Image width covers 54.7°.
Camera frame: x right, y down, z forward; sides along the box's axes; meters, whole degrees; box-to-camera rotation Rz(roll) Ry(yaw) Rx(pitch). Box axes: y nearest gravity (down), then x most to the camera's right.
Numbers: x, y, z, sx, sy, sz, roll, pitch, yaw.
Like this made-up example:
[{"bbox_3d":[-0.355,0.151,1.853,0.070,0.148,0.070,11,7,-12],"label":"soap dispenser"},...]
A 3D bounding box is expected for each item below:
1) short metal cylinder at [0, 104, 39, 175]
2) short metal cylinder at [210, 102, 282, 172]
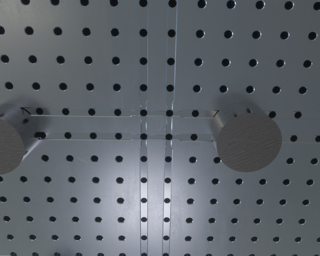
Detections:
[{"bbox_3d":[-0.208,0.014,0.403,0.081,0.050,0.079,0,110,0],"label":"short metal cylinder"},{"bbox_3d":[0.110,0.011,0.405,0.081,0.050,0.079,0,110,0],"label":"short metal cylinder"}]
